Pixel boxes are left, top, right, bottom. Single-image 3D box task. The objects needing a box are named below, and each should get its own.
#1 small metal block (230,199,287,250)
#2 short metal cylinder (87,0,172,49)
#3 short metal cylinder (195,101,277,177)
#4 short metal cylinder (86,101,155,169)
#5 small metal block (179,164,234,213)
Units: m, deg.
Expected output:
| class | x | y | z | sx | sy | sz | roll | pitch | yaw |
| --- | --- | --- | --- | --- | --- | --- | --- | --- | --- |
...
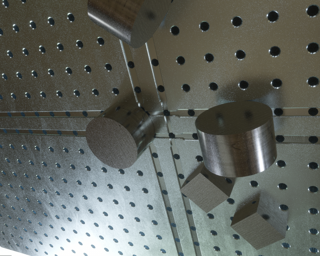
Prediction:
| class | x | y | z | sx | sy | sz | roll | pitch | yaw |
| --- | --- | --- | --- | --- | --- | --- | --- | --- | --- |
| small metal block | 0.134 | 0.133 | 0.423 | 0.050 | 0.025 | 0.050 | 42 | 129 | -1 |
| short metal cylinder | -0.027 | -0.128 | 0.311 | 0.050 | 0.080 | 0.079 | 34 | 129 | 6 |
| short metal cylinder | 0.083 | 0.010 | 0.338 | 0.080 | 0.080 | 0.050 | -1 | 118 | 29 |
| short metal cylinder | -0.055 | 0.010 | 0.430 | 0.080 | 0.050 | 0.079 | 13 | 124 | 21 |
| small metal block | 0.064 | 0.083 | 0.429 | 0.050 | 0.025 | 0.050 | 40 | 129 | 0 |
